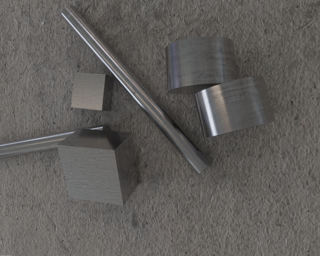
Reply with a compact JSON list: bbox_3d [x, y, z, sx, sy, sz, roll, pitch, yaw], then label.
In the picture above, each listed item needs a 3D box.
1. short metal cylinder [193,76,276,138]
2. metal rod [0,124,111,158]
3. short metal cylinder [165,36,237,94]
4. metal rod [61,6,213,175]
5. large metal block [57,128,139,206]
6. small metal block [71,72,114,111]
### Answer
[{"bbox_3d":[0.083,-0.022,0.350,0.080,0.080,0.050,-15,85,19],"label":"short metal cylinder"},{"bbox_3d":[-0.214,0.029,0.484,0.301,0.025,0.025,-9,87,19],"label":"metal rod"},{"bbox_3d":[0.047,-0.070,0.363,0.080,0.080,0.050,-5,88,20],"label":"short metal cylinder"},{"bbox_3d":[-0.038,-0.059,0.422,0.025,0.025,0.300,-44,77,14],"label":"metal rod"},{"bbox_3d":[-0.079,0.049,0.409,0.080,0.050,0.079,4,115,20],"label":"large metal block"},{"bbox_3d":[-0.096,-0.051,0.443,0.050,0.025,0.050,7,92,19],"label":"small metal block"}]
